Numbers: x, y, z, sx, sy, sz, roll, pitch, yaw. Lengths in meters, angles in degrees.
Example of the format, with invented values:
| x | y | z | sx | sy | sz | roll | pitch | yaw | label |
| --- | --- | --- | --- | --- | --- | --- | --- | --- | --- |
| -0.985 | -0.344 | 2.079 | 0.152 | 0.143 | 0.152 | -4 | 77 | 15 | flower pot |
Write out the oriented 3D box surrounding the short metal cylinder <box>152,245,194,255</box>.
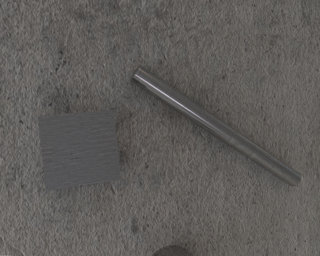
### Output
| x | y | z | sx | sy | sz | roll | pitch | yaw | label |
| --- | --- | --- | --- | --- | --- | --- | --- | --- | --- |
| 0.023 | 0.202 | 0.404 | 0.081 | 0.050 | 0.079 | 0 | 90 | -20 | short metal cylinder |

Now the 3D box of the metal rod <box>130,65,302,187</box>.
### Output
| x | y | z | sx | sy | sz | roll | pitch | yaw | label |
| --- | --- | --- | --- | --- | --- | --- | --- | --- | --- |
| 0.090 | 0.005 | 0.442 | 0.301 | 0.025 | 0.025 | 32 | 80 | -17 | metal rod |

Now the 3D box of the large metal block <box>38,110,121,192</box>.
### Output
| x | y | z | sx | sy | sz | roll | pitch | yaw | label |
| --- | --- | --- | --- | --- | --- | --- | --- | --- | --- |
| -0.094 | 0.023 | 0.361 | 0.081 | 0.050 | 0.079 | -6 | 92 | -20 | large metal block |
